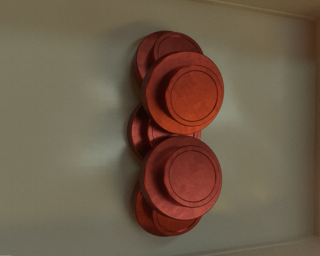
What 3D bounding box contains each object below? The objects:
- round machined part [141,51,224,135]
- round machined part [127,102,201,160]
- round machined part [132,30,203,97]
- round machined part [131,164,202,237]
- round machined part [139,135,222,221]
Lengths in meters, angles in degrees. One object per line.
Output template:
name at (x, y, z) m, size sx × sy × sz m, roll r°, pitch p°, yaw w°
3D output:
round machined part at (0.031, -0.039, 0.357) m, size 0.099 × 0.042 × 0.097 m, roll -5°, pitch 104°, yaw -19°
round machined part at (0.010, 0.004, 0.404) m, size 0.099 × 0.042 × 0.097 m, roll 0°, pitch 89°, yaw -20°
round machined part at (0.017, -0.082, 0.394) m, size 0.099 × 0.042 × 0.098 m, roll 6°, pitch 72°, yaw -19°
round machined part at (0.017, 0.095, 0.392) m, size 0.099 × 0.042 × 0.097 m, roll -6°, pitch 107°, yaw -18°
round machined part at (0.029, 0.056, 0.356) m, size 0.099 × 0.042 × 0.098 m, roll 4°, pitch 77°, yaw -19°
